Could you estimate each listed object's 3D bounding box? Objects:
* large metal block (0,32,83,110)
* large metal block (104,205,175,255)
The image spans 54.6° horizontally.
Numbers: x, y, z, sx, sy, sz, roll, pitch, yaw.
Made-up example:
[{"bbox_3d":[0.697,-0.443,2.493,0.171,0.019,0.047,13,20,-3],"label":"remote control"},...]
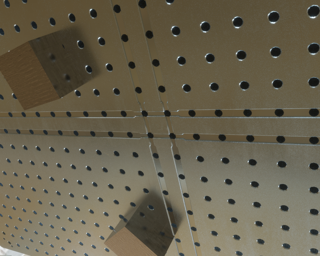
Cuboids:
[{"bbox_3d":[-0.170,-0.078,0.437,0.080,0.050,0.080,-12,113,33],"label":"large metal block"},{"bbox_3d":[-0.037,0.193,0.534,0.080,0.050,0.080,42,129,-1],"label":"large metal block"}]
